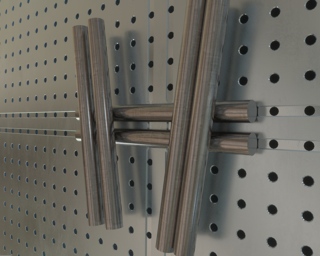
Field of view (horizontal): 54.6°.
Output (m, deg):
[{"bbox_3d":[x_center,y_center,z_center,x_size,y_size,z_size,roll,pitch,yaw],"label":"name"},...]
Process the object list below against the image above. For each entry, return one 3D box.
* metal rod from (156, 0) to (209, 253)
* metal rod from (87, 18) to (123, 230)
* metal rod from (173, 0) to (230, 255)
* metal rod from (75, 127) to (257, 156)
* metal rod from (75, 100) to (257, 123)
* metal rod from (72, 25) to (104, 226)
[{"bbox_3d":[0.025,-0.003,0.358,0.025,0.025,0.298,12,98,39],"label":"metal rod"},{"bbox_3d":[-0.079,-0.009,0.444,0.025,0.025,0.299,-10,84,39],"label":"metal rod"},{"bbox_3d":[0.045,-0.004,0.341,0.025,0.025,0.298,12,98,39],"label":"metal rod"},{"bbox_3d":[-0.017,0.014,0.425,0.300,0.025,0.025,1,91,40],"label":"metal rod"},{"bbox_3d":[-0.017,-0.021,0.425,0.300,0.025,0.025,1,91,40],"label":"metal rod"},{"bbox_3d":[-0.108,-0.007,0.468,0.025,0.025,0.299,-10,83,39],"label":"metal rod"}]
